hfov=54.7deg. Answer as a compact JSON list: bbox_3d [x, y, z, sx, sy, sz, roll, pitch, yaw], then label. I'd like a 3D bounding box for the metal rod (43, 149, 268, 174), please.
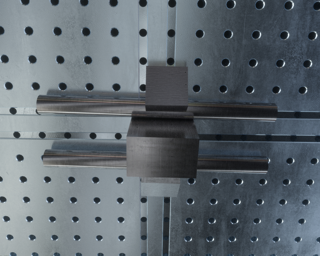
[{"bbox_3d":[-0.005,0.046,0.427,0.302,0.025,0.025,2,110,-1],"label":"metal rod"}]

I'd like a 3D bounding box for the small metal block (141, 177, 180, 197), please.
[{"bbox_3d":[0.000,0.073,0.424,0.050,0.025,0.050,2,148,-2],"label":"small metal block"}]

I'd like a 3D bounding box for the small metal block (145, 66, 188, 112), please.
[{"bbox_3d":[0.008,-0.048,0.380,0.050,0.025,0.050,1,76,-1],"label":"small metal block"}]

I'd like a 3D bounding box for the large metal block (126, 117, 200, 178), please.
[{"bbox_3d":[0.003,0.020,0.387,0.081,0.080,0.050,2,110,-1],"label":"large metal block"}]

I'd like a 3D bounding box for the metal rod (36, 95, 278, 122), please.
[{"bbox_3d":[-0.002,-0.025,0.399,0.302,0.025,0.025,2,110,-1],"label":"metal rod"}]
